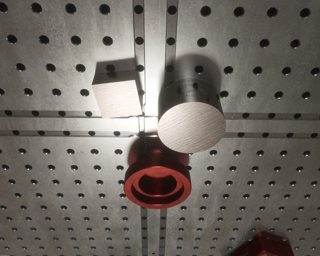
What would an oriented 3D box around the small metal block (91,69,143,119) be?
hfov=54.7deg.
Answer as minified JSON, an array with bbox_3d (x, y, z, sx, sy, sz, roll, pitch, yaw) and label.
[{"bbox_3d":[-0.050,-0.041,0.376,0.050,0.025,0.050,-6,130,4],"label":"small metal block"}]

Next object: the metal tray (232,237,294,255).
[{"bbox_3d":[0.205,0.284,0.653,0.091,0.030,0.129,24,126,-20],"label":"metal tray"}]

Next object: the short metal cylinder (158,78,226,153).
[{"bbox_3d":[0.037,-0.014,0.384,0.081,0.050,0.079,0,130,0],"label":"short metal cylinder"}]

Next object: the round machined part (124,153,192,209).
[{"bbox_3d":[-0.003,0.076,0.465,0.099,0.042,0.097,-1,130,0],"label":"round machined part"}]
